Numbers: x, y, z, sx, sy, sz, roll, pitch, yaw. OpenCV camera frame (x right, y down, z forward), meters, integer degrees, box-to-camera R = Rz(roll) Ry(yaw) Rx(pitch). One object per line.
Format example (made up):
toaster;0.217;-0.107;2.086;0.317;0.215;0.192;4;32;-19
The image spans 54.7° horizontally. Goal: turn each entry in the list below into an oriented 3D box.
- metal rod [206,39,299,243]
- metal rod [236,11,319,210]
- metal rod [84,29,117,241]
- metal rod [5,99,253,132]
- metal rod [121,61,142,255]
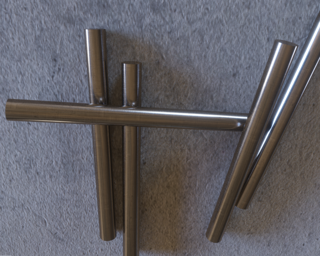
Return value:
metal rod;0.109;0.037;0.402;0.025;0.025;0.298;10;118;-4
metal rod;0.162;-0.022;0.403;0.025;0.025;0.298;16;109;-7
metal rod;-0.077;0.023;0.417;0.025;0.025;0.298;0;110;-1
metal rod;-0.022;-0.014;0.378;0.302;0.025;0.025;3;111;-12
metal rod;-0.040;0.060;0.431;0.025;0.025;0.298;2;110;-1
